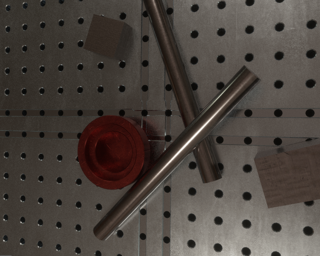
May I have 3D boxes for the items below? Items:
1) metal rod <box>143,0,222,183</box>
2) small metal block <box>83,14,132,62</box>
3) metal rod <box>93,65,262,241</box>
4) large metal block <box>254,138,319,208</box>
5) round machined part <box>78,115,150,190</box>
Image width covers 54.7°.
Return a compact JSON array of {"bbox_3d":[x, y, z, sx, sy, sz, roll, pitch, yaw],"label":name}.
[{"bbox_3d":[0.021,-0.076,0.404,0.025,0.025,0.299,-20,84,18],"label":"metal rod"},{"bbox_3d":[-0.074,-0.127,0.437,0.050,0.025,0.050,21,97,18],"label":"small metal block"},{"bbox_3d":[0.008,0.045,0.388,0.025,0.025,0.299,47,112,13],"label":"metal rod"},{"bbox_3d":[0.150,0.044,0.331,0.080,0.080,0.050,-16,85,19],"label":"large metal block"},{"bbox_3d":[-0.059,0.032,0.423,0.098,0.042,0.097,0,90,19],"label":"round machined part"}]
